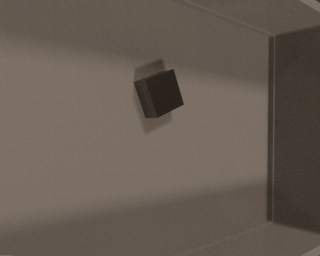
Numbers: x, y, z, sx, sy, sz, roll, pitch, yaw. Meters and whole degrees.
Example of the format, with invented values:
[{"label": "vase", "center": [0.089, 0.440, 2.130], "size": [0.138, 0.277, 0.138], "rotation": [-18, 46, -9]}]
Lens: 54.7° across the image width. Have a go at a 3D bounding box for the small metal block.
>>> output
[{"label": "small metal block", "center": [-0.001, -0.045, 0.408], "size": [0.050, 0.025, 0.050], "rotation": [-28, 108, -37]}]
